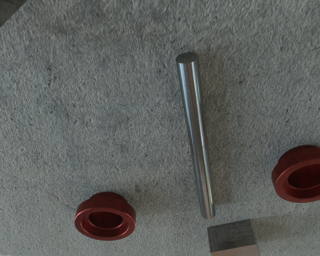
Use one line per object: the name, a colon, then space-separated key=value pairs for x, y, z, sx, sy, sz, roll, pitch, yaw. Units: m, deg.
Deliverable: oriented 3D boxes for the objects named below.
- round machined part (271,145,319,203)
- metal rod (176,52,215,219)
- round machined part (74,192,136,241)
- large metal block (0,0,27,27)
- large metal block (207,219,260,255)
round machined part: x=0.213 y=0.063 z=0.452 sx=0.099 sy=0.042 sz=0.097 roll=0 pitch=130 yaw=0
metal rod: x=0.056 y=0.034 z=0.436 sx=0.025 sy=0.025 sz=0.298 roll=-8 pitch=130 yaw=6
round machined part: x=-0.089 y=0.144 z=0.518 sx=0.099 sy=0.042 sz=0.097 roll=0 pitch=130 yaw=0
large metal block: x=-0.178 y=-0.116 z=0.270 sx=0.080 sy=0.080 sz=0.050 roll=-8 pitch=130 yaw=7
large metal block: x=0.140 y=0.221 z=0.581 sx=0.080 sy=0.050 sz=0.080 roll=-16 pitch=129 yaw=13
